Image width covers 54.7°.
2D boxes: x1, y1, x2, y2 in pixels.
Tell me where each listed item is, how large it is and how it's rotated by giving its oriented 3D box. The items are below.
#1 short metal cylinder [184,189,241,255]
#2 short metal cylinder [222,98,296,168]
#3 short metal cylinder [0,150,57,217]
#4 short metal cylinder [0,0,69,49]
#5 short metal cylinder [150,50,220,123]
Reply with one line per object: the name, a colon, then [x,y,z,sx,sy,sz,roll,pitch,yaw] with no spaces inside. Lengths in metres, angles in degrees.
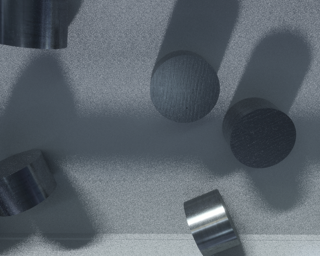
short metal cylinder: [0.073,0.132,0.432,0.050,0.080,0.080,-24,109,8]
short metal cylinder: [0.126,0.005,0.402,0.081,0.050,0.079,0,110,-1]
short metal cylinder: [-0.184,0.070,0.405,0.080,0.080,0.050,-16,110,5]
short metal cylinder: [-0.142,-0.118,0.336,0.081,0.080,0.050,7,110,-3]
short metal cylinder: [0.029,-0.052,0.379,0.081,0.050,0.079,0,110,-1]
